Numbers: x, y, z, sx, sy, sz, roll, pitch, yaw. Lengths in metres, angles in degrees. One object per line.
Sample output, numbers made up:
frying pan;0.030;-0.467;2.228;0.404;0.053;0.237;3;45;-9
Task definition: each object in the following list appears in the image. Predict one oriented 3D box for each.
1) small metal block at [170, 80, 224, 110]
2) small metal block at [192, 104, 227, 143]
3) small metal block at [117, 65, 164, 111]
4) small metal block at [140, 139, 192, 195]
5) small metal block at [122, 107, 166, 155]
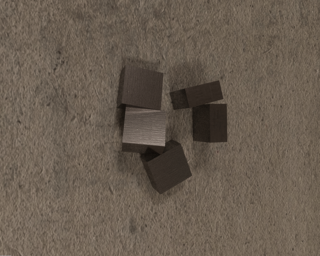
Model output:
small metal block;0.048;-0.043;0.415;0.050;0.050;0.025;-16;96;-20
small metal block;0.067;-0.007;0.422;0.025;0.050;0.050;-1;91;-20
small metal block;-0.025;-0.048;0.396;0.050;0.025;0.050;9;77;-20
small metal block;0.008;0.050;0.408;0.050;0.025;0.050;-28;112;-18
small metal block;-0.020;0.004;0.386;0.050;0.025;0.050;5;60;-6
